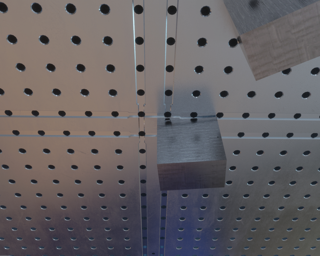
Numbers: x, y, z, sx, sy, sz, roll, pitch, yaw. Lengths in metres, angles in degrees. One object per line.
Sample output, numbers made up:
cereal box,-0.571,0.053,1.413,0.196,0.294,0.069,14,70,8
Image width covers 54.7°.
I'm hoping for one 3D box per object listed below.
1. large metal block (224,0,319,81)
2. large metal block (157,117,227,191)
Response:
large metal block,0.114,-0.100,0.292,0.080,0.080,0.050,-21,127,16
large metal block,0.038,0.032,0.404,0.080,0.080,0.050,-4,130,2
